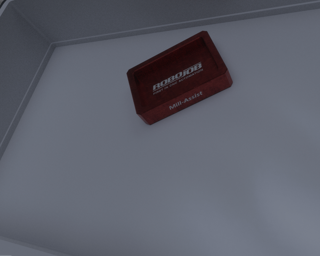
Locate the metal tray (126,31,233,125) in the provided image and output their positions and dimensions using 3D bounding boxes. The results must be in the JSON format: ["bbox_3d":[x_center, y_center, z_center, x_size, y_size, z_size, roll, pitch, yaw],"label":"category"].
[{"bbox_3d":[0.023,-0.071,0.432,0.130,0.030,0.090,-25,53,12],"label":"metal tray"}]
